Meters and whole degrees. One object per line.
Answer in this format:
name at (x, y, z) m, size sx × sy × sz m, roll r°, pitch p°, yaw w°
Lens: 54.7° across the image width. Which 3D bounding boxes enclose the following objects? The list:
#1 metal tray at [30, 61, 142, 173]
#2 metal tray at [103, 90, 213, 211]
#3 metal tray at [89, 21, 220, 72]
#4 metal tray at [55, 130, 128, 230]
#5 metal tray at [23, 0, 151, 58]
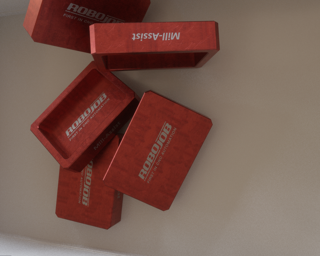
metal tray at (-0.099, -0.017, 0.415) m, size 0.090 × 0.030 × 0.130 m, roll 41°, pitch 87°, yaw 25°
metal tray at (-0.004, 0.028, 0.390) m, size 0.090 × 0.030 × 0.129 m, roll 25°, pitch 98°, yaw -5°
metal tray at (-0.008, -0.090, 0.353) m, size 0.131 × 0.090 × 0.030 m, roll -3°, pitch 89°, yaw -6°
metal tray at (-0.097, 0.068, 0.441) m, size 0.090 × 0.030 × 0.129 m, roll 7°, pitch 92°, yaw 19°
metal tray at (-0.083, -0.138, 0.372) m, size 0.030 × 0.131 × 0.089 m, roll 48°, pitch 121°, yaw 33°
